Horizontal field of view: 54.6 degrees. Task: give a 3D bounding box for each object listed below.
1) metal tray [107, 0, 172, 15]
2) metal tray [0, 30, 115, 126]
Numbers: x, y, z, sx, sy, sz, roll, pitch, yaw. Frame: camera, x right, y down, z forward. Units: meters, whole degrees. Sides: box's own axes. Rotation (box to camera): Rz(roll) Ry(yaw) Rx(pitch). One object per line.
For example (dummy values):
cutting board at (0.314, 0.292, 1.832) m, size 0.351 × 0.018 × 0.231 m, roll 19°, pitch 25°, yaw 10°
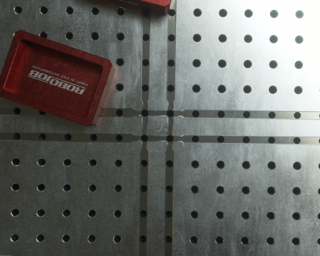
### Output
metal tray at (-0.040, -0.213, 0.410) m, size 0.131 × 0.030 × 0.090 m, roll 14°, pitch 90°, yaw 0°
metal tray at (-0.136, -0.064, 0.409) m, size 0.131 × 0.030 × 0.090 m, roll 19°, pitch 90°, yaw 0°
